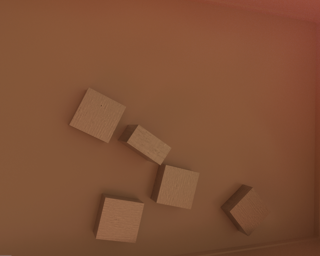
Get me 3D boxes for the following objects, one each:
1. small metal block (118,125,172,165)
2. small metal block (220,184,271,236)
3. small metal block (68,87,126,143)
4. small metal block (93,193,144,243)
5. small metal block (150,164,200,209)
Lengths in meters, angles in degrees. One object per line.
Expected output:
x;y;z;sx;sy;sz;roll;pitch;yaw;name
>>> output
-0.021;0.020;0.390;0.050;0.050;0.025;36;79;-17;small metal block
0.127;0.121;0.457;0.050;0.025;0.050;-41;103;-15;small metal block
-0.078;-0.015;0.382;0.050;0.025;0.050;28;81;-18;small metal block
-0.052;0.114;0.391;0.050;0.025;0.050;14;85;-20;small metal block
0.020;0.078;0.418;0.050;0.025;0.050;16;85;-20;small metal block
